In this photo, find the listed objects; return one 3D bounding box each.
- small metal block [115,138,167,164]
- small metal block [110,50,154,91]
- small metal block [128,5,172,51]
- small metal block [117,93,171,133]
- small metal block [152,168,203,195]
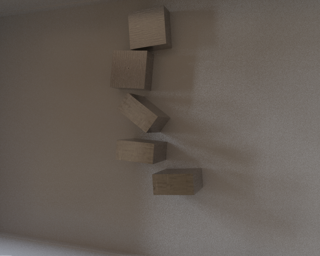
[{"bbox_3d":[-0.023,0.029,0.404,0.050,0.050,0.025,5,92,19],"label":"small metal block"},{"bbox_3d":[-0.038,-0.078,0.423,0.050,0.025,0.050,5,92,19],"label":"small metal block"},{"bbox_3d":[-0.013,-0.131,0.414,0.050,0.025,0.050,-4,89,19],"label":"small metal block"},{"bbox_3d":[-0.020,-0.019,0.403,0.050,0.050,0.025,39,102,15],"label":"small metal block"},{"bbox_3d":[0.023,0.066,0.388,0.050,0.050,0.025,-4,89,19],"label":"small metal block"}]
